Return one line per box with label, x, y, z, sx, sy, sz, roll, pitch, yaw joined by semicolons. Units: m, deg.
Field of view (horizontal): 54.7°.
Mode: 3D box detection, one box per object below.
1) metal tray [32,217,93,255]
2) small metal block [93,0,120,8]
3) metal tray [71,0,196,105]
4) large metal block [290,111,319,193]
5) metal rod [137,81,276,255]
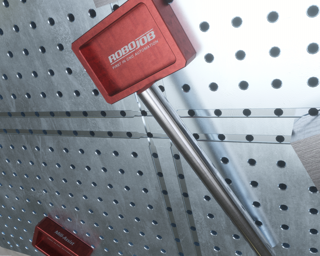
metal tray;-0.219;0.265;0.687;0.130;0.030;0.089;32;129;7
small metal block;-0.053;-0.165;0.337;0.050;0.025;0.050;-5;116;30
metal tray;-0.035;-0.092;0.369;0.130;0.030;0.090;-21;107;36
large metal block;0.190;0.022;0.308;0.080;0.050;0.080;-25;105;37
metal rod;0.069;0.069;0.397;0.025;0.025;0.300;-23;112;36
